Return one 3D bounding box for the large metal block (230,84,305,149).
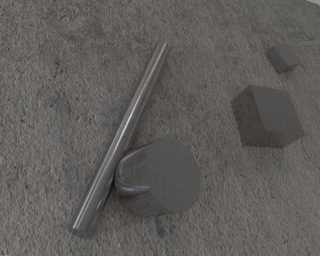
[{"bbox_3d":[0.168,-0.016,0.488,0.081,0.050,0.080,6,59,-25],"label":"large metal block"}]

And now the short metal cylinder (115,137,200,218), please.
[{"bbox_3d":[-0.001,0.055,0.339,0.080,0.050,0.080,21,58,-37],"label":"short metal cylinder"}]

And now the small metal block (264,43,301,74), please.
[{"bbox_3d":[0.247,-0.140,0.622,0.050,0.025,0.050,-17,71,-35],"label":"small metal block"}]

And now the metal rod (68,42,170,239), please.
[{"bbox_3d":[-0.037,-0.011,0.390,0.025,0.025,0.300,28,52,-11],"label":"metal rod"}]
